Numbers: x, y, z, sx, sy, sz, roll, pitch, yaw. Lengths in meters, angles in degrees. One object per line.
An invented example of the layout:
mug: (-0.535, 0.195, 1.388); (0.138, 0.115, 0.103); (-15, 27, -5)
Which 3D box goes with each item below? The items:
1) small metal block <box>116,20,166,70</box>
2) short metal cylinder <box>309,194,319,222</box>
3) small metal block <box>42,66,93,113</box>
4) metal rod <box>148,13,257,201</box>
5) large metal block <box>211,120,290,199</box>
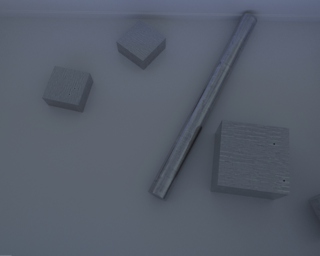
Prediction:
small metal block: (-0.027, -0.122, 0.454); (0.050, 0.025, 0.050); (38, 74, 12)
short metal cylinder: (0.220, 0.090, 0.350); (0.080, 0.080, 0.050); (-20, 72, -7)
small metal block: (-0.126, -0.054, 0.428); (0.050, 0.025, 0.050); (12, 70, 4)
metal rod: (0.066, -0.041, 0.425); (0.025, 0.025, 0.300); (26, 72, 9)
large metal block: (0.110, 0.040, 0.383); (0.080, 0.050, 0.080); (7, 70, 2)
